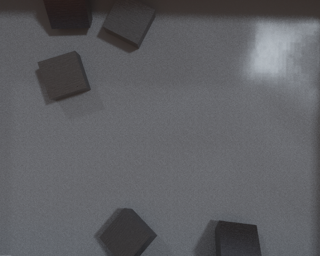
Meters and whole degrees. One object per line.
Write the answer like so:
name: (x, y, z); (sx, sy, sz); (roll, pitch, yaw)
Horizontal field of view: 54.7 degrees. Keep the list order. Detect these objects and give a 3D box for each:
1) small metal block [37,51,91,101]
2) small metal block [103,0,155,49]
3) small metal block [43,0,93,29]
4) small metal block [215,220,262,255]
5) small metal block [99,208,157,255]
small metal block: (-0.126, -0.068, 0.410); (0.050, 0.025, 0.050); (-18, 90, -1)
small metal block: (-0.040, -0.142, 0.411); (0.050, 0.025, 0.050); (27, 90, -1)
small metal block: (-0.117, -0.156, 0.396); (0.050, 0.050, 0.025); (-2, 46, -1)
small metal block: (0.099, 0.151, 0.398); (0.050, 0.050, 0.025); (8, 132, -1)
small metal block: (-0.041, 0.141, 0.401); (0.050, 0.025, 0.050); (40, 89, 26)
